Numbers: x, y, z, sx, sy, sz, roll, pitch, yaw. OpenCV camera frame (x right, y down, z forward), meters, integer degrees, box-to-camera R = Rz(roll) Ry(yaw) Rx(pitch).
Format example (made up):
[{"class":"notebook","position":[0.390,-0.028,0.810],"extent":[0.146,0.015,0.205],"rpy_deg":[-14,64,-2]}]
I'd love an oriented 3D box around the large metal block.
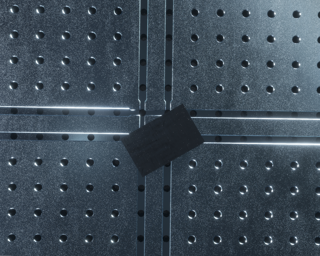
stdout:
[{"class":"large metal block","position":[0.003,0.014,0.386],"extent":[0.080,0.080,0.050],"rpy_deg":[-30,90,0]}]
